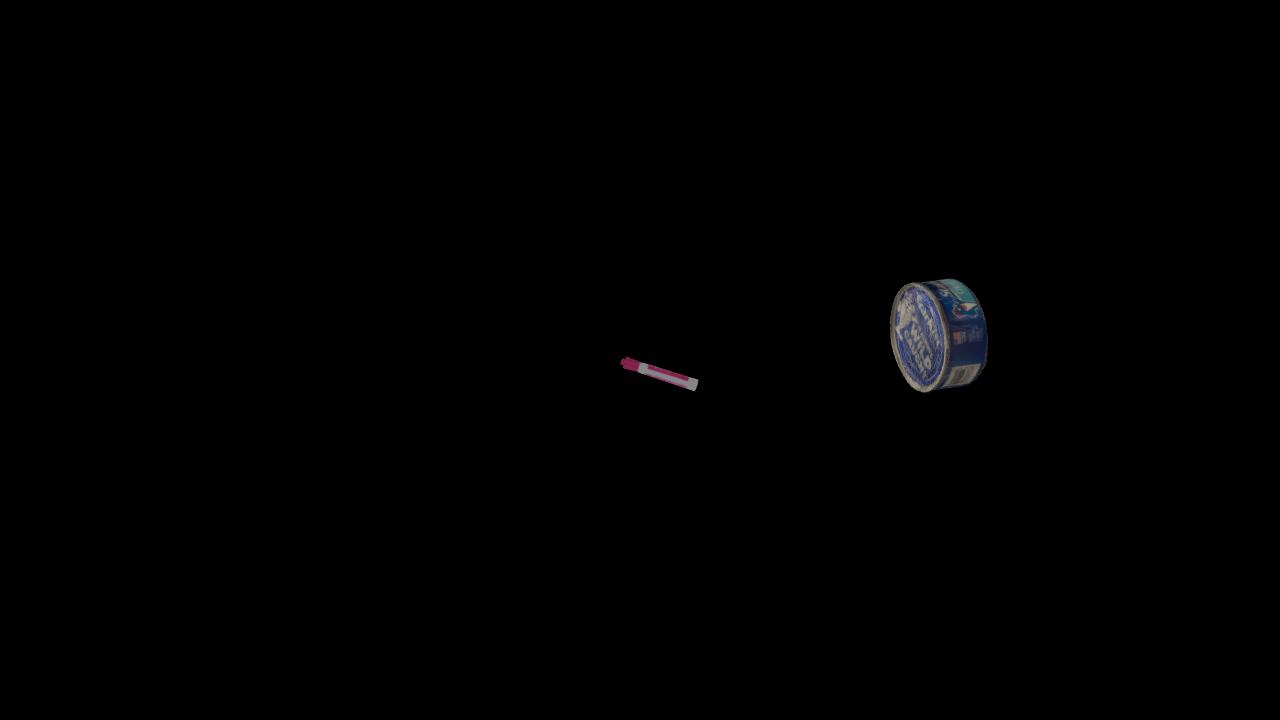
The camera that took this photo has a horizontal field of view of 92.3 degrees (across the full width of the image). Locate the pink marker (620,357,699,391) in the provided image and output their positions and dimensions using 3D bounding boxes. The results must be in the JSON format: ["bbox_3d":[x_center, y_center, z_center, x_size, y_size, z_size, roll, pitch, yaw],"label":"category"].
[{"bbox_3d":[0.029,0.020,0.934,0.121,0.020,0.020,18,0,1],"label":"pink marker"}]

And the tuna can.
[{"bbox_3d":[0.225,-0.019,0.468,0.034,0.084,0.084,-7,0,-2],"label":"tuna can"}]
